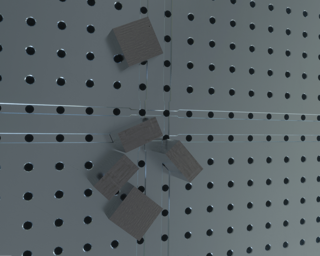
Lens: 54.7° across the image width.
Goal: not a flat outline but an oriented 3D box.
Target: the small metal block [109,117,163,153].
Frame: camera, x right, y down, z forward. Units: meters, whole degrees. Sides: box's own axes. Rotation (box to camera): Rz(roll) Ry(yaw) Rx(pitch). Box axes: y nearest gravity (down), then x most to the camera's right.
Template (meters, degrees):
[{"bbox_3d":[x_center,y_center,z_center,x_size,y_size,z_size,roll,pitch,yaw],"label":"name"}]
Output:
[{"bbox_3d":[-0.031,0.008,0.389,0.050,0.050,0.025,-24,99,-19],"label":"small metal block"}]

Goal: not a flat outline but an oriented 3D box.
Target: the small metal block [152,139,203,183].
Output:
[{"bbox_3d":[0.022,0.042,0.409,0.025,0.050,0.050,-44,104,-15],"label":"small metal block"}]

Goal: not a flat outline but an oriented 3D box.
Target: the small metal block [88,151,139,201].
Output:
[{"bbox_3d":[-0.058,0.056,0.379,0.050,0.050,0.025,-47,105,-14],"label":"small metal block"}]

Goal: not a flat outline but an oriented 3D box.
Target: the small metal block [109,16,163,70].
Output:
[{"bbox_3d":[-0.031,-0.109,0.402,0.050,0.025,0.050,-26,99,-19],"label":"small metal block"}]

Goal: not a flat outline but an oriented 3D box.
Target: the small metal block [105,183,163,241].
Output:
[{"bbox_3d":[-0.033,0.108,0.401,0.050,0.025,0.050,42,77,-16],"label":"small metal block"}]
